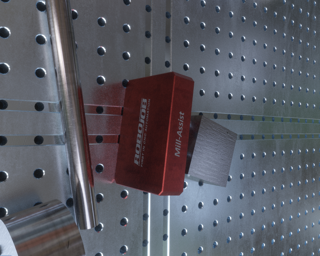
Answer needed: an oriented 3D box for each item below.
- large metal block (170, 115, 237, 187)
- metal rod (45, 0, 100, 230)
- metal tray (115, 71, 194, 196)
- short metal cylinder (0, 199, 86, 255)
[{"bbox_3d":[0.058,0.033,0.442,0.080,0.050,0.080,24,75,-37],"label":"large metal block"},{"bbox_3d":[-0.096,-0.041,0.328,0.025,0.025,0.298,-11,97,-40],"label":"metal rod"},{"bbox_3d":[-0.009,0.006,0.359,0.030,0.090,0.129,11,83,-40],"label":"metal tray"},{"bbox_3d":[-0.109,0.112,0.282,0.050,0.080,0.079,-14,99,-39],"label":"short metal cylinder"}]
